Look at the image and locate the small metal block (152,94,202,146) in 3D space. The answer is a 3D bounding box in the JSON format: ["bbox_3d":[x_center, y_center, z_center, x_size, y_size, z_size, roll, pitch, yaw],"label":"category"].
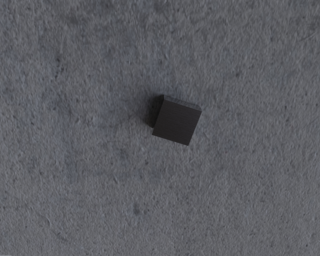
[{"bbox_3d":[0.021,-0.010,0.406,0.050,0.025,0.050,17,109,-7],"label":"small metal block"}]
